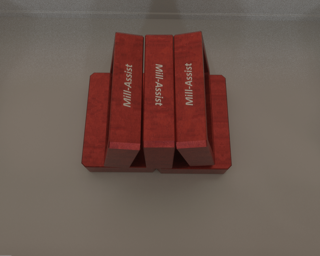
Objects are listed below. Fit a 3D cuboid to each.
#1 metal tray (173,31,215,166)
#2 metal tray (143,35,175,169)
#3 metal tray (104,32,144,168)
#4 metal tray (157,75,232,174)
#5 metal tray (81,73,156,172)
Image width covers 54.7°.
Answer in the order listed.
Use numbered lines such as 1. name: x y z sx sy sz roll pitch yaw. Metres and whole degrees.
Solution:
1. metal tray: 0.040 -0.029 0.350 0.030 0.090 0.130 -5 70 14
2. metal tray: -0.001 -0.027 0.350 0.030 0.090 0.130 0 68 0
3. metal tray: -0.042 -0.028 0.348 0.030 0.090 0.130 5 70 -12
4. metal tray: 0.042 -0.007 0.408 0.091 0.030 0.130 1 70 0
5. metal tray: -0.049 -0.009 0.407 0.091 0.030 0.130 1 70 0
